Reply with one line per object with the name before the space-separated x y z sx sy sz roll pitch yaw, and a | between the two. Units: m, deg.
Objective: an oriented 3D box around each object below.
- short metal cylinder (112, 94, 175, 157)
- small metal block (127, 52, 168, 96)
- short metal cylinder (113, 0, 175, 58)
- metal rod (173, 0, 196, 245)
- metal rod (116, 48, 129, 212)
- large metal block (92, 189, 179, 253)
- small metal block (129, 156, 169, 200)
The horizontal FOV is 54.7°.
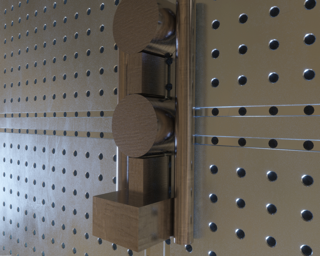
short metal cylinder | -0.018 -0.003 0.407 0.080 0.050 0.080 0 90 40
small metal block | -0.016 -0.068 0.405 0.025 0.050 0.050 1 91 40
short metal cylinder | -0.016 -0.133 0.406 0.080 0.050 0.080 0 90 40
metal rod | 0.031 -0.009 0.383 0.025 0.025 0.298 1 91 40
metal rod | -0.050 -0.009 0.450 0.025 0.025 0.298 1 91 40
large metal block | -0.029 0.112 0.397 0.080 0.081 0.050 1 91 40
small metal block | -0.014 0.062 0.404 0.025 0.050 0.050 0 90 40
